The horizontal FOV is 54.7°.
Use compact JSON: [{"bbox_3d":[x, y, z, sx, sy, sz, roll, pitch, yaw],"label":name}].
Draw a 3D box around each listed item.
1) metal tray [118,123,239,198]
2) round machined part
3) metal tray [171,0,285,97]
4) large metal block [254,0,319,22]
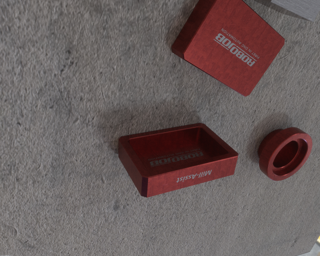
[{"bbox_3d":[0.022,0.036,0.400,0.131,0.090,0.030,-10,123,-24],"label":"metal tray"},{"bbox_3d":[0.212,0.041,0.540,0.099,0.042,0.097,-14,125,-21],"label":"round machined part"},{"bbox_3d":[0.089,-0.104,0.390,0.131,0.030,0.090,22,107,-37],"label":"metal tray"},{"bbox_3d":[0.159,-0.182,0.367,0.081,0.050,0.079,7,115,-32],"label":"large metal block"}]
